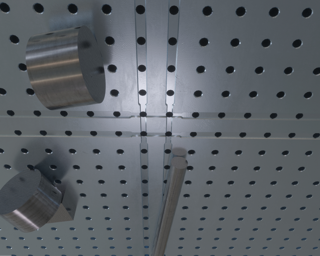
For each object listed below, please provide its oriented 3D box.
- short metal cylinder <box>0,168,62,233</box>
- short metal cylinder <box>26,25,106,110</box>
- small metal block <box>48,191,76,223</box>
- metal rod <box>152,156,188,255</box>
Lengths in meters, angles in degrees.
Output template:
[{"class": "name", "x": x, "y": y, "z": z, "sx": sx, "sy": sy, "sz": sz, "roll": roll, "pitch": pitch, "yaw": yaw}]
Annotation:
[{"class": "short metal cylinder", "x": -0.198, "y": 0.108, "z": 0.466, "sx": 0.080, "sy": 0.080, "sz": 0.050, "roll": -19, "pitch": 128, "yaw": 15}, {"class": "short metal cylinder", "x": -0.094, "y": -0.061, "z": 0.322, "sx": 0.050, "sy": 0.080, "sz": 0.080, "roll": -8, "pitch": 130, "yaw": 7}, {"class": "small metal block", "x": -0.177, "y": 0.135, "z": 0.525, "sx": 0.050, "sy": 0.025, "sz": 0.050, "roll": -9, "pitch": 130, "yaw": 7}, {"class": "metal rod", "x": 0.011, "y": 0.163, "z": 0.550, "sx": 0.025, "sy": 0.025, "sz": 0.298, "roll": 5, "pitch": 130, "yaw": -5}]
